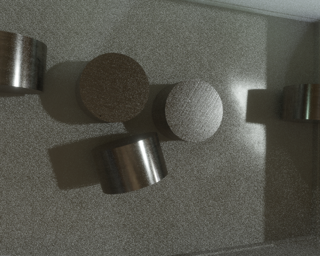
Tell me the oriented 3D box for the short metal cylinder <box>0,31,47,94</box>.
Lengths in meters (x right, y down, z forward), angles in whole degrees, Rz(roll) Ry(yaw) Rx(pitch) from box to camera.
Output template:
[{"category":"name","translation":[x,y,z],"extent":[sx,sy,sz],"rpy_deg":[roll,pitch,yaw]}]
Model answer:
[{"category":"short metal cylinder","translation":[-0.162,-0.065,0.322],"extent":[0.081,0.080,0.050],"rpy_deg":[4,89,-20]}]

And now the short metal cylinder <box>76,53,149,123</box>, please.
[{"category":"short metal cylinder","translation":[-0.059,-0.046,0.376],"extent":[0.081,0.050,0.079],"rpy_deg":[0,90,-21]}]

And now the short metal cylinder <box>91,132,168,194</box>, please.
[{"category":"short metal cylinder","translation":[-0.036,0.040,0.369],"extent":[0.081,0.080,0.050],"rpy_deg":[-17,96,-20]}]

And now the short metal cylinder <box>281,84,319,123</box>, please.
[{"category":"short metal cylinder","translation":[0.227,-0.035,0.467],"extent":[0.081,0.080,0.050],"rpy_deg":[5,89,-20]}]

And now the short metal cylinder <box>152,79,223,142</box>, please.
[{"category":"short metal cylinder","translation":[0.035,-0.022,0.411],"extent":[0.081,0.050,0.079],"rpy_deg":[0,90,-20]}]
